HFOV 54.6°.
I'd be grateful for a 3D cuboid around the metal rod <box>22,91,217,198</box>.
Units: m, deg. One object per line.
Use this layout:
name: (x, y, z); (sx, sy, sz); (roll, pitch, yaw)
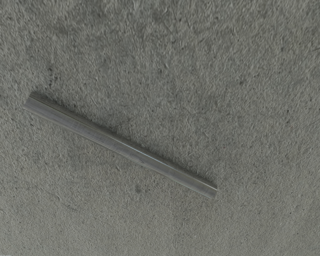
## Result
metal rod: (-0.039, 0.033, 0.434); (0.301, 0.025, 0.025); (29, 124, -23)
